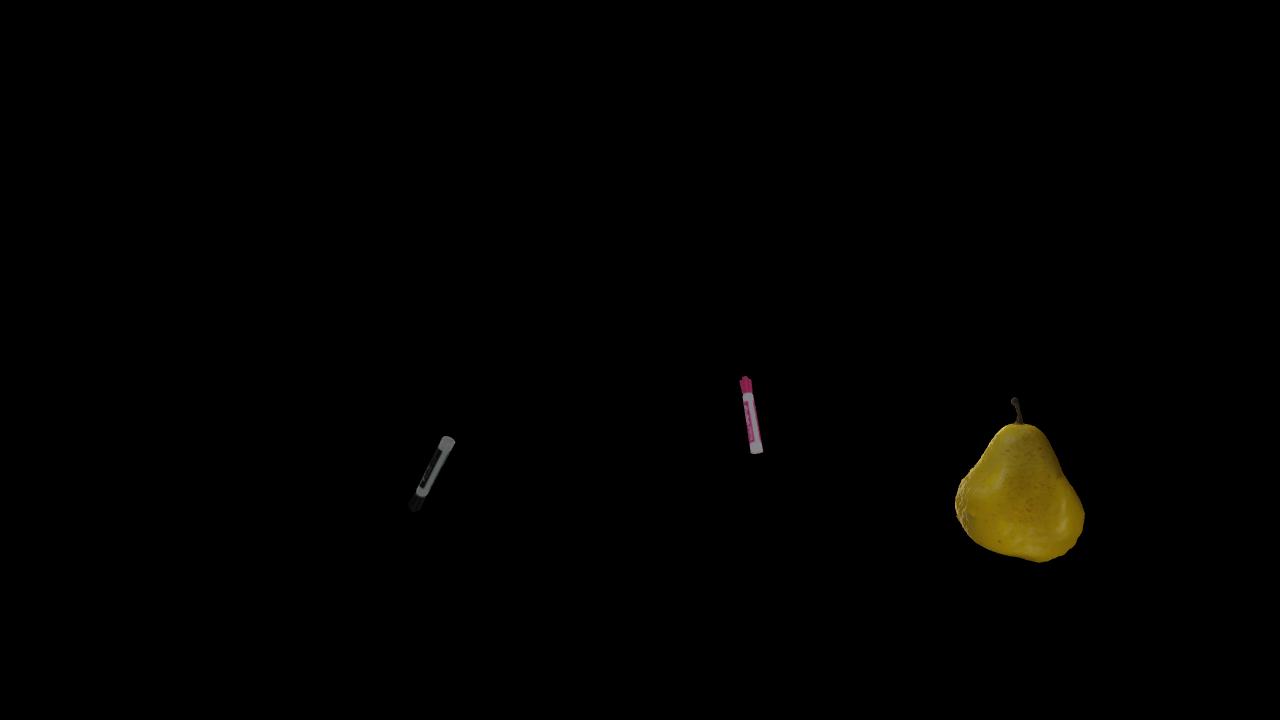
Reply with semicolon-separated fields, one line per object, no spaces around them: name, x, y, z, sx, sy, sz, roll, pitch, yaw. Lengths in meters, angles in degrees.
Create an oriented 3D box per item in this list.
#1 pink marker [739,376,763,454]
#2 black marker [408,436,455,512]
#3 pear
pink marker;0.170;0.083;0.942;0.020;0.121;0.020;-5;-21;-2
black marker;-0.292;0.161;0.857;0.020;0.121;0.020;29;12;-6
pear;0.277;0.085;0.445;0.080;0.111;0.080;11;2;0
